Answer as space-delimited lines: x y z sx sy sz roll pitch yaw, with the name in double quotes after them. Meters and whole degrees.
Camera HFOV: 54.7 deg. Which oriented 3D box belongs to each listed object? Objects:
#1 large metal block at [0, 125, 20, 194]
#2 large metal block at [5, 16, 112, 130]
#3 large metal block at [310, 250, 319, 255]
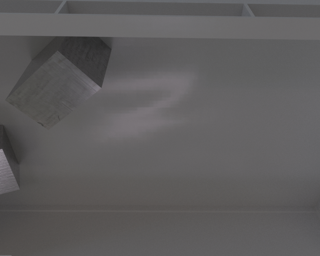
-0.243 0.049 0.416 0.081 0.050 0.079 -12 132 -16 "large metal block"
-0.101 -0.058 0.323 0.080 0.080 0.050 -33 123 25 "large metal block"
0.362 0.302 0.655 0.080 0.050 0.079 -2 130 2 "large metal block"
